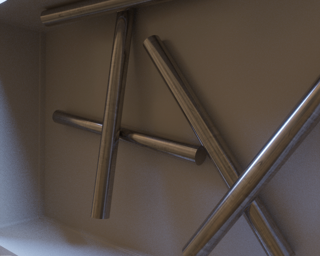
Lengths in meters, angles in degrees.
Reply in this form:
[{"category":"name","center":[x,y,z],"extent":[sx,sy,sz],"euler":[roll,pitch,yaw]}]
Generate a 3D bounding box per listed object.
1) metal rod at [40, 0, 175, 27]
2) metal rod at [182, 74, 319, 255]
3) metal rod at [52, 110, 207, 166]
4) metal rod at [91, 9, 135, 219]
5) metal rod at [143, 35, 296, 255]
[{"category":"metal rod","center":[-0.048,-0.170,0.413],"extent":[0.300,0.025,0.025],"euler":[1,91,30]},{"category":"metal rod","center":[0.113,0.016,0.289],"extent":[0.025,0.025,0.299],"euler":[43,109,31]},{"category":"metal rod","center":[-0.066,0.006,0.458],"extent":[0.300,0.025,0.025],"euler":[13,98,39]},{"category":"metal rod","center":[-0.064,-0.028,0.430],"extent":[0.025,0.025,0.298],"euler":[1,83,39]},{"category":"metal rod","center":[0.055,0.007,0.359],"extent":[0.025,0.025,0.299],"euler":[-43,65,31]}]
